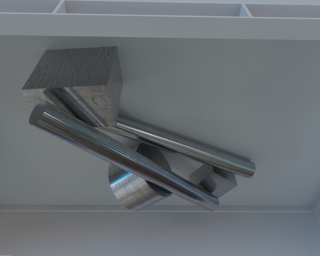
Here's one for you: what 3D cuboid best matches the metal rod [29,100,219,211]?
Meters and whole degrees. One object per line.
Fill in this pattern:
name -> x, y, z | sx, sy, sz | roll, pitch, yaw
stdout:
metal rod -> -0.015, 0.050, 0.373 | 0.025, 0.025, 0.301 | -33, 136, 24

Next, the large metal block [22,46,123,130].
large metal block -> -0.087, -0.045, 0.333 | 0.080, 0.080, 0.050 | -3, 130, 2

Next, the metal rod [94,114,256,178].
metal rod -> -0.001, 0.015, 0.420 | 0.302, 0.025, 0.025 | 19, 127, -17

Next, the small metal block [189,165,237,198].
small metal block -> 0.082, 0.082, 0.479 | 0.050, 0.025, 0.050 | 31, 123, -24

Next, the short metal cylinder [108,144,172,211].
short metal cylinder -> -0.024, 0.067, 0.427 | 0.050, 0.080, 0.080 | -33, 123, 24
